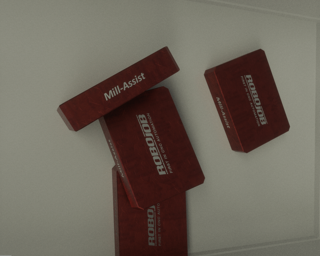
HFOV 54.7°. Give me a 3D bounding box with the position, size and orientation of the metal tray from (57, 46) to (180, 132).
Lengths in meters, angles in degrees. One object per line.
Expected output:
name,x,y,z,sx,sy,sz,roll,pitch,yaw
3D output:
metal tray,-0.051,-0.043,0.356,0.131,0.090,0.030,-33,101,-17

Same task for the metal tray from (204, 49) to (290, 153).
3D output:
metal tray,0.129,-0.039,0.455,0.091,0.030,0.129,-25,98,-18

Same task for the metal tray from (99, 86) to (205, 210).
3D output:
metal tray,-0.011,0.022,0.377,0.091,0.030,0.129,-19,82,-23

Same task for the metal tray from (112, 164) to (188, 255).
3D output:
metal tray,-0.013,0.110,0.403,0.091,0.030,0.129,-2,91,-20
